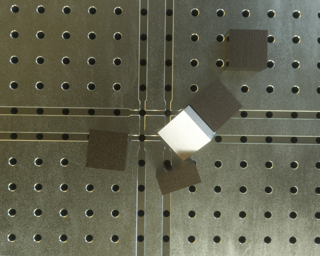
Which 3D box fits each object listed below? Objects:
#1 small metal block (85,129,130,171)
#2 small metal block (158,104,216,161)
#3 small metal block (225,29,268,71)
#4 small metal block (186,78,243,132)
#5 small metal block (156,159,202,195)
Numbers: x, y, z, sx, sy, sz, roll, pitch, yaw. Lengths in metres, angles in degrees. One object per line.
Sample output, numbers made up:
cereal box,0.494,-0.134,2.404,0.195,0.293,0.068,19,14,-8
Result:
small metal block,-0.069,0.029,0.413,0.050,0.025,0.050,6,90,-1
small metal block,0.035,0.006,0.403,0.050,0.025,0.050,48,121,0
small metal block,0.115,-0.103,0.415,0.050,0.025,0.050,1,90,-1
small metal block,0.072,-0.029,0.413,0.050,0.025,0.050,-42,91,-4
small metal block,0.023,0.062,0.401,0.050,0.050,0.025,-18,90,0
